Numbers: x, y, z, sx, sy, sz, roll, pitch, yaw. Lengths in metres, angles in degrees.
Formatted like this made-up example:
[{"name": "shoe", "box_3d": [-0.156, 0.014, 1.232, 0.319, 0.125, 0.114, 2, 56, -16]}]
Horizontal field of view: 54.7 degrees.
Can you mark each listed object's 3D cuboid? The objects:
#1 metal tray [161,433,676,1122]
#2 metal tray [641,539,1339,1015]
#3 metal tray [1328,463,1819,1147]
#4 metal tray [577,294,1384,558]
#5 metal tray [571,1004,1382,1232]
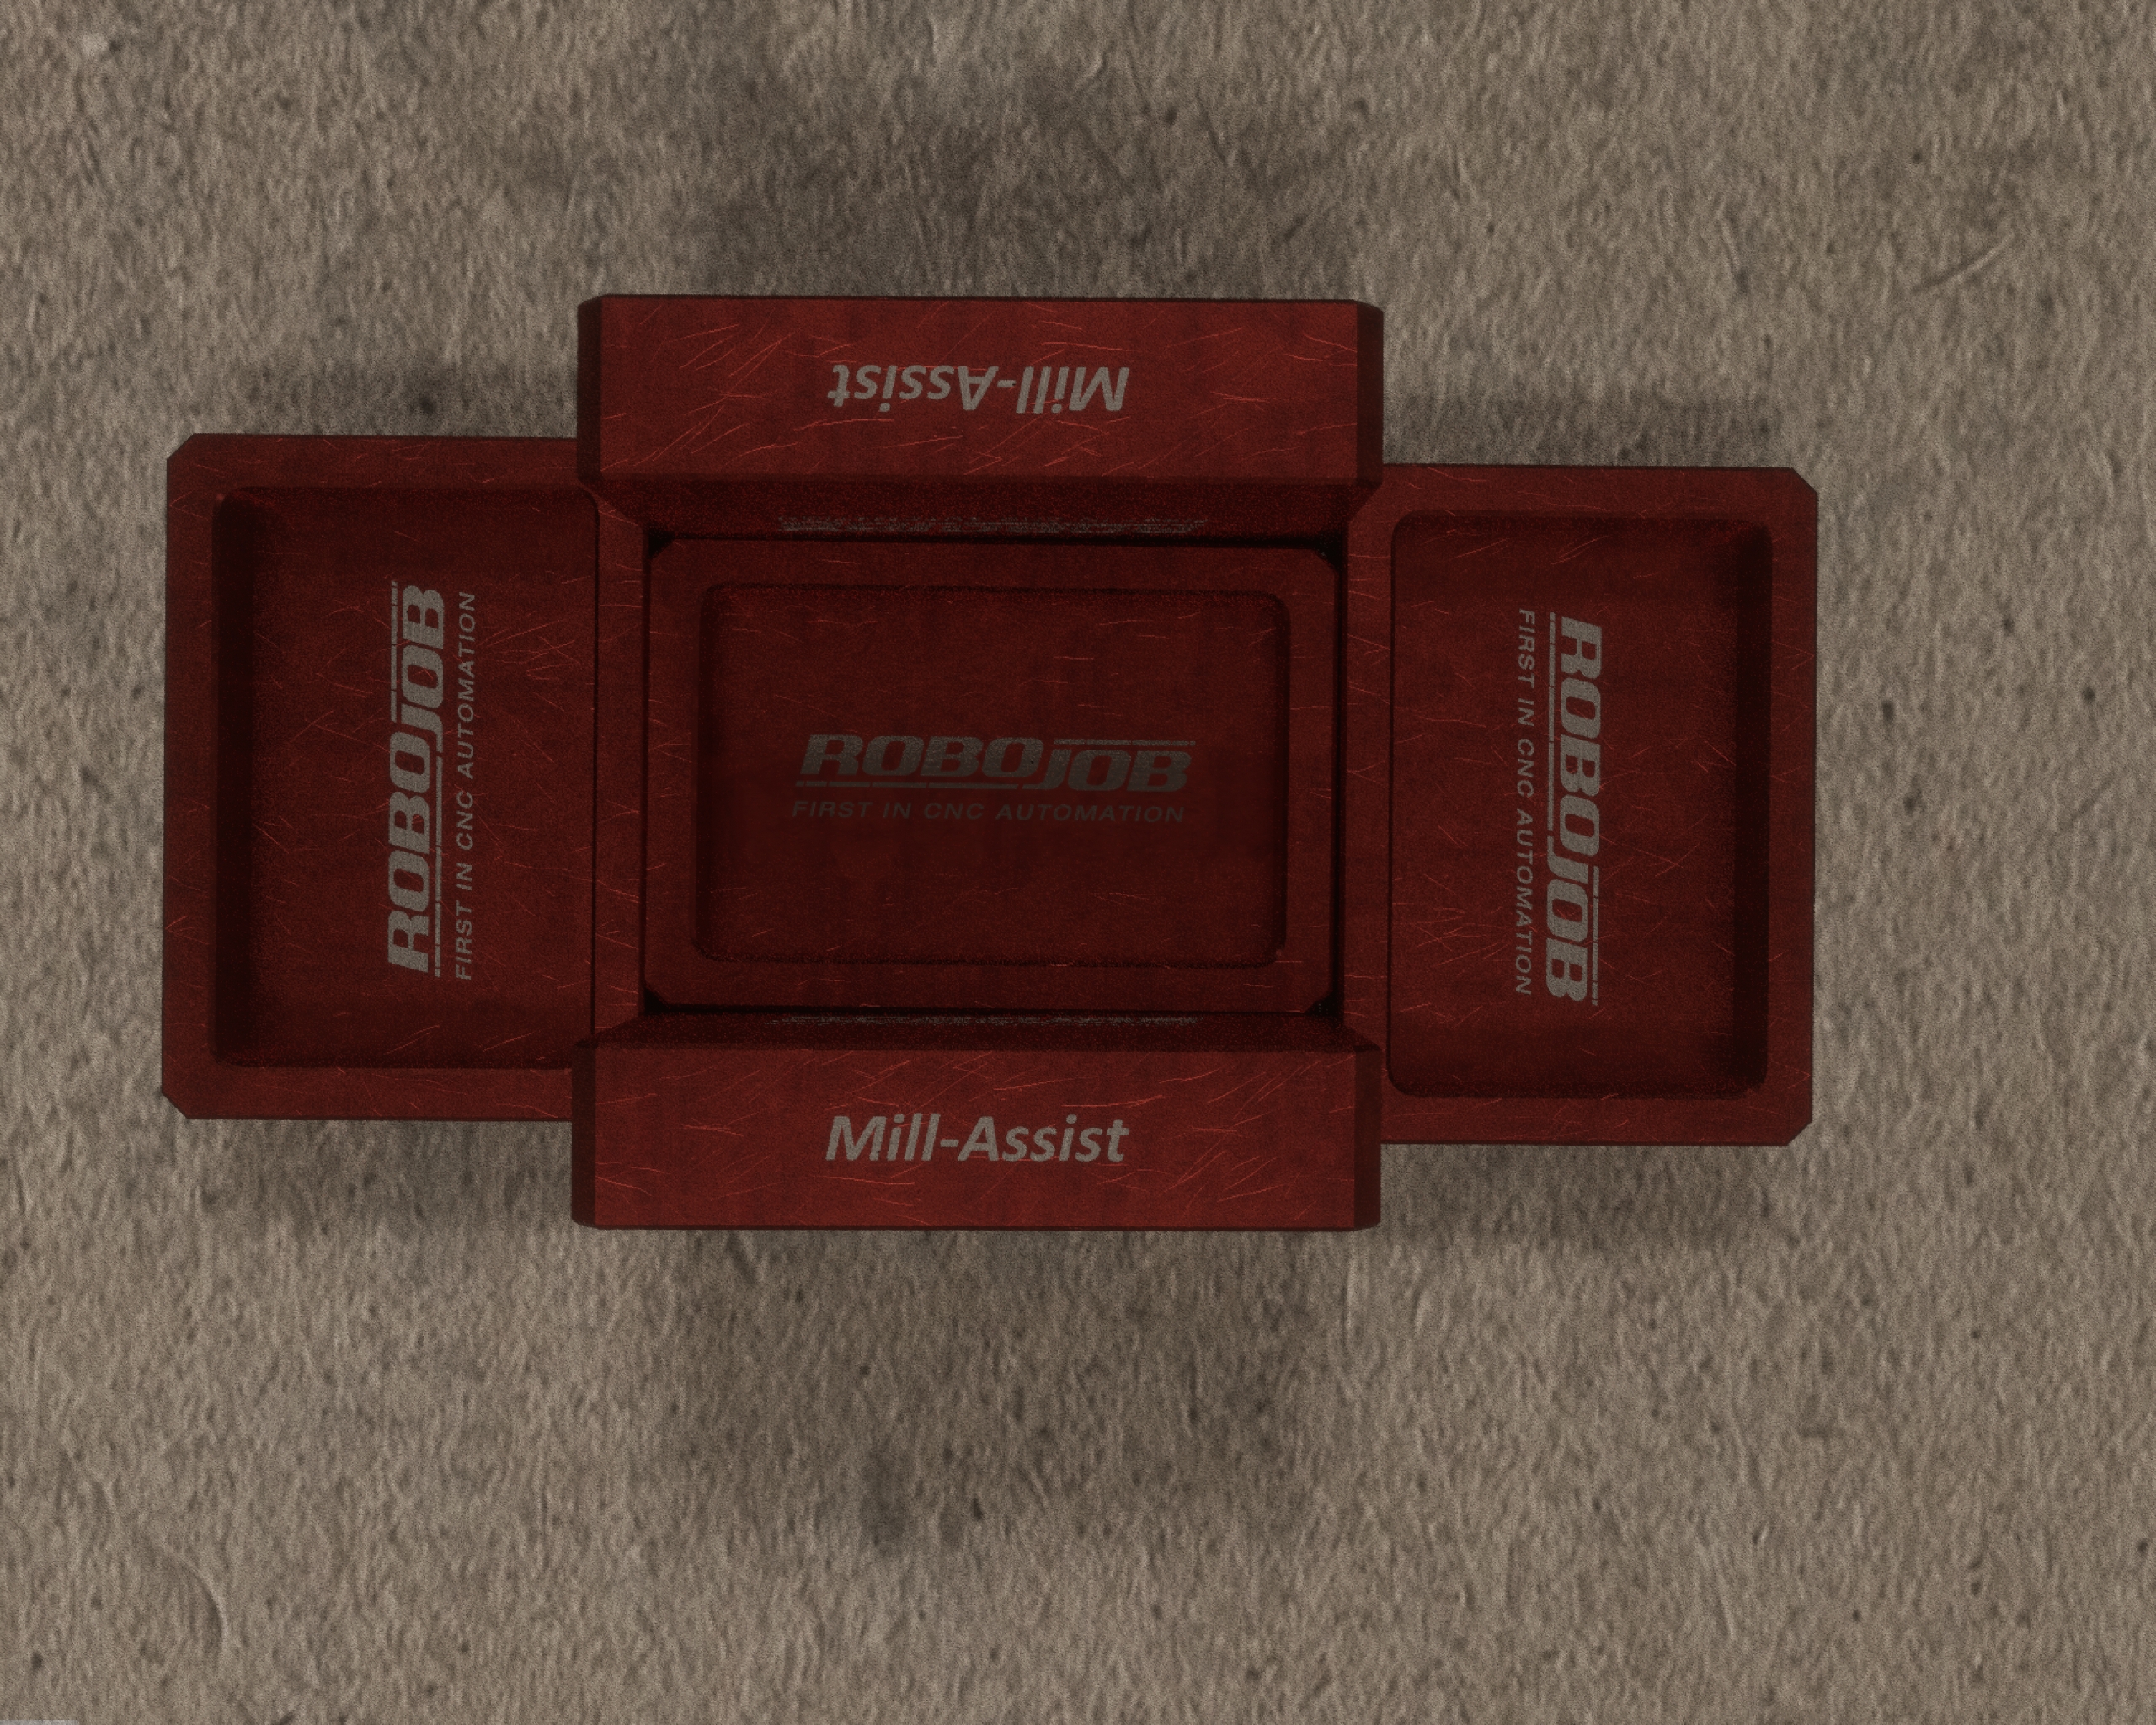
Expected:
[{"name": "metal tray", "box_3d": [-0.127, -0.016, 0.407, 0.091, 0.030, 0.129, 1, 90, -1]}, {"name": "metal tray", "box_3d": [-0.017, -0.016, 0.408, 0.131, 0.030, 0.089, 1, 90, -1]}, {"name": "metal tray", "box_3d": [0.095, -0.011, 0.410, 0.091, 0.030, 0.129, 1, 90, -1]}, {"name": "metal tray", "box_3d": [-0.016, -0.076, 0.378, 0.131, 0.090, 0.030, 0, 90, -1]}, {"name": "metal tray", "box_3d": [-0.016, 0.044, 0.377, 0.131, 0.090, 0.030, 0, 90, -1]}]
